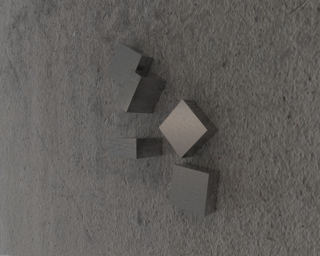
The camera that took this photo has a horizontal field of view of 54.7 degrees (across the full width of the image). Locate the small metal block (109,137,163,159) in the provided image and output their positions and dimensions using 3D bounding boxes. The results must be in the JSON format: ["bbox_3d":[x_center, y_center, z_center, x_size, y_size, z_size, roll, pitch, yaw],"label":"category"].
[{"bbox_3d":[-0.032,0.026,0.415,0.050,0.050,0.025,-1,90,40],"label":"small metal block"}]

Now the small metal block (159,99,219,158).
[{"bbox_3d":[0.034,0.001,0.377,0.050,0.025,0.050,-50,61,28],"label":"small metal block"}]

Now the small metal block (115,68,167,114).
[{"bbox_3d":[-0.025,-0.048,0.409,0.025,0.050,0.050,39,114,33],"label":"small metal block"}]

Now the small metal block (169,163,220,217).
[{"bbox_3d":[0.041,0.072,0.371,0.050,0.025,0.050,9,96,39],"label":"small metal block"}]

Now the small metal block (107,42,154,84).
[{"bbox_3d":[-0.042,-0.087,0.440,0.050,0.025,0.050,37,113,34],"label":"small metal block"}]
